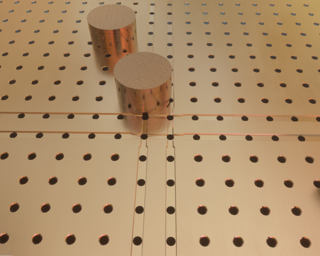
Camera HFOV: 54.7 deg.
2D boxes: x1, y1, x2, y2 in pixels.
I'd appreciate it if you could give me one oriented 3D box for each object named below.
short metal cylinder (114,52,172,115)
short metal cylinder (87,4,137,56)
[{"bbox_3d":[-0.023,-0.065,0.445,0.081,0.050,0.080,0,50,0],"label":"short metal cylinder"},{"bbox_3d":[-0.081,-0.170,0.533,0.081,0.050,0.080,0,50,0],"label":"short metal cylinder"}]
